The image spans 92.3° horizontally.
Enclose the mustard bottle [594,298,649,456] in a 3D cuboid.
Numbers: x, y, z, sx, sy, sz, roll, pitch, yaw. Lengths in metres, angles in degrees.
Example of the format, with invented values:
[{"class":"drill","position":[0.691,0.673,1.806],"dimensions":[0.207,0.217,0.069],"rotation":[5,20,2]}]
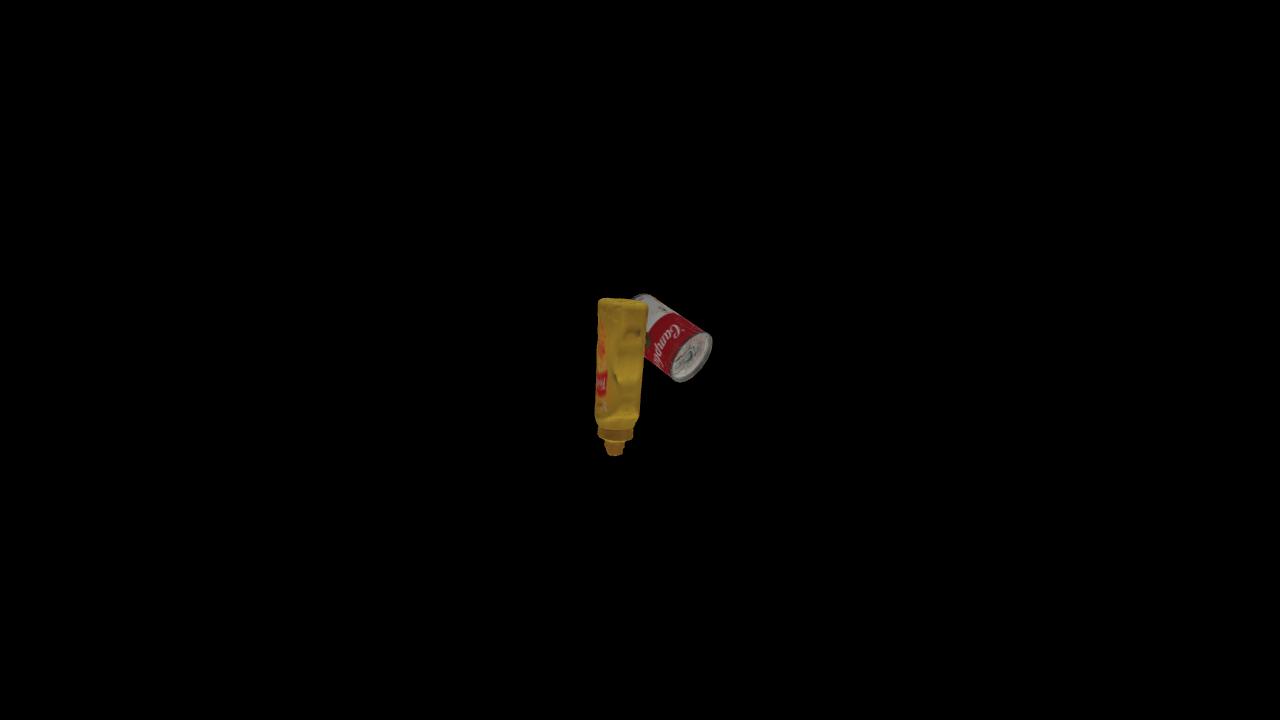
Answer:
[{"class":"mustard bottle","position":[-0.024,0.023,0.714],"dimensions":[0.054,0.184,0.092],"rotation":[-1,10,-25]}]

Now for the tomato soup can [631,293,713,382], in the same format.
[{"class":"tomato soup can","position":[0.027,-0.029,0.731],"dimensions":[0.101,0.068,0.068],"rotation":[38,23,33]}]
